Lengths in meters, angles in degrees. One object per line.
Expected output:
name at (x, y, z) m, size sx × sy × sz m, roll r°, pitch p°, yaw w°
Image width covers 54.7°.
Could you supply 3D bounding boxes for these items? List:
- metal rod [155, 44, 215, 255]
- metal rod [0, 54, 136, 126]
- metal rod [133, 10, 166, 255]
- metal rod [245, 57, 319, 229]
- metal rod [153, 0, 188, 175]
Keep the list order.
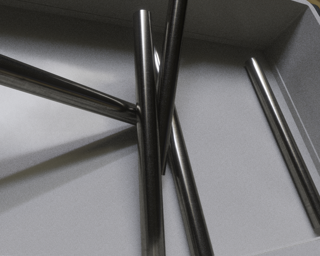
metal rod at (0.018, 0.012, 0.407) m, size 0.025 × 0.025 × 0.299 m, roll 2°, pitch 61°, yaw -28°
metal rod at (-0.105, -0.040, 0.297) m, size 0.302 × 0.025 × 0.025 m, roll 18°, pitch 51°, yaw -48°
metal rod at (-0.014, 0.000, 0.356) m, size 0.025 × 0.025 × 0.299 m, roll 5°, pitch 73°, yaw -26°
metal rod at (0.202, 0.010, 0.507) m, size 0.025 × 0.025 × 0.299 m, roll 0°, pitch 62°, yaw -28°
metal rod at (0.014, -0.092, 0.389) m, size 0.025 × 0.025 × 0.298 m, roll 11°, pitch 82°, yaw -23°
